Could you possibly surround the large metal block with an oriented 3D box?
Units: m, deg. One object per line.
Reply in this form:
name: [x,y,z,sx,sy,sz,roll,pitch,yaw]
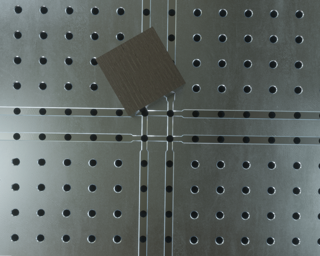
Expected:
large metal block: [-0.023,-0.069,0.401,0.080,0.050,0.080,-30,90,0]
